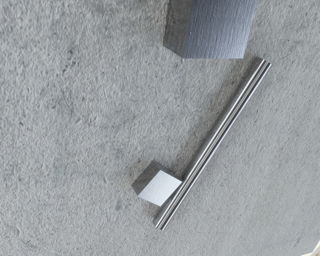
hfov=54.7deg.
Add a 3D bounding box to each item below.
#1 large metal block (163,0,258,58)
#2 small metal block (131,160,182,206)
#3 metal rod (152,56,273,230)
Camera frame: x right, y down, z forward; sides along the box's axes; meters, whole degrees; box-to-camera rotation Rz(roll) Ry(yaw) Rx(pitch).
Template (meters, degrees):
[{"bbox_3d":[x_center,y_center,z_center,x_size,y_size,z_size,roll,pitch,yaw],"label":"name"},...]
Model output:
[{"bbox_3d":[0.055,-0.124,0.344,0.081,0.050,0.079,-6,121,-25],"label":"large metal block"},{"bbox_3d":[-0.005,0.082,0.455,0.050,0.025,0.050,35,99,-39],"label":"small metal block"},{"bbox_3d":[0.072,0.032,0.465,0.025,0.025,0.298,20,108,-36],"label":"metal rod"}]
